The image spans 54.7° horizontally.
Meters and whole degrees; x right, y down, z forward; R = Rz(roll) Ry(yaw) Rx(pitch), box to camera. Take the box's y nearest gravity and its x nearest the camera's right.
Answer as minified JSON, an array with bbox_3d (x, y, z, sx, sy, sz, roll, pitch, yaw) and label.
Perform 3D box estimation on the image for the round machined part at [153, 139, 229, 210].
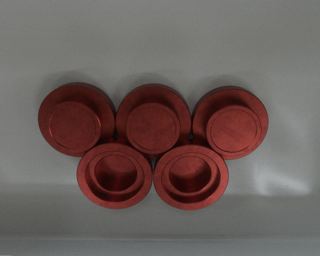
[{"bbox_3d":[0.040,0.059,0.422,0.099,0.042,0.097,0,110,0],"label":"round machined part"}]

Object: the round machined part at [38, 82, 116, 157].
[{"bbox_3d":[-0.107,-0.007,0.396,0.099,0.042,0.097,0,109,-1],"label":"round machined part"}]

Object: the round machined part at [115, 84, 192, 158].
[{"bbox_3d":[-0.009,-0.005,0.398,0.099,0.042,0.097,0,109,0],"label":"round machined part"}]

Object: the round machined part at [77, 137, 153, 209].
[{"bbox_3d":[-0.059,0.057,0.421,0.099,0.042,0.097,0,110,0],"label":"round machined part"}]

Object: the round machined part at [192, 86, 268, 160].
[{"bbox_3d":[0.091,-0.002,0.399,0.099,0.042,0.097,0,109,0],"label":"round machined part"}]
